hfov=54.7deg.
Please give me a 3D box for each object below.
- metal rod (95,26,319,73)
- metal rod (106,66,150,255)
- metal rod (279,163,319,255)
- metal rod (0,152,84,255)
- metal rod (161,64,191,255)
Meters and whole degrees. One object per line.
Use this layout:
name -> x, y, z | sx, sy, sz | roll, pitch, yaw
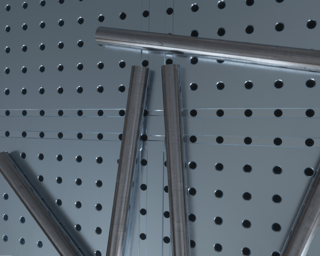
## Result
metal rod -> 0.054, -0.102, 0.393 | 0.301, 0.025, 0.025 | 12, 94, 19
metal rod -> -0.047, 0.065, 0.427 | 0.025, 0.025, 0.298 | 9, 93, 19
metal rod -> 0.201, 0.018, 0.342 | 0.025, 0.025, 0.298 | 22, 97, 18
metal rod -> -0.161, 0.154, 0.467 | 0.025, 0.025, 0.300 | -46, 76, 14
metal rod -> 0.022, 0.068, 0.403 | 0.025, 0.025, 0.298 | -4, 89, 19
